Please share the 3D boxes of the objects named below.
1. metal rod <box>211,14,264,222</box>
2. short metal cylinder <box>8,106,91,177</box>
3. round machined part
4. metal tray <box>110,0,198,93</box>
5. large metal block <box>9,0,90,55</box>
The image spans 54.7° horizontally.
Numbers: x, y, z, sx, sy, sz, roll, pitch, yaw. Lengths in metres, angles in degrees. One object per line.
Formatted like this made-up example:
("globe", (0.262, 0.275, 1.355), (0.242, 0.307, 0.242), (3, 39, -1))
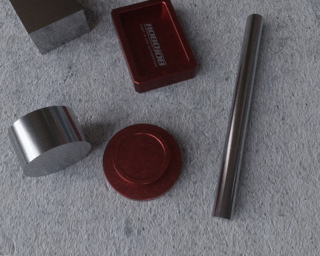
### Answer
("metal rod", (0.109, -0.028, 0.419), (0.025, 0.025, 0.299), (13, 70, 4))
("short metal cylinder", (-0.131, 0.017, 0.371), (0.080, 0.080, 0.050), (-27, 73, -10))
("round machined part", (-0.022, 0.040, 0.384), (0.099, 0.042, 0.098), (0, 70, -1))
("metal tray", (-0.010, -0.123, 0.450), (0.091, 0.030, 0.130), (-17, 71, -7))
("large metal block", (-0.162, -0.168, 0.454), (0.080, 0.050, 0.080), (-30, 73, -11))
